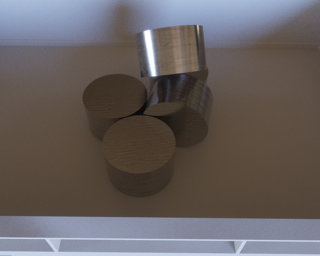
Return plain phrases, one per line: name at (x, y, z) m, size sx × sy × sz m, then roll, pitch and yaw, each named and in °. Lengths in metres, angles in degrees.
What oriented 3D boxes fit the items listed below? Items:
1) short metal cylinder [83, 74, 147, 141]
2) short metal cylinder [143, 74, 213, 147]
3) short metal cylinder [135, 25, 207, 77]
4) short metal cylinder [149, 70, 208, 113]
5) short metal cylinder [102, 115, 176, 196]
short metal cylinder at (-0.056, -0.026, 0.407) m, size 0.081 × 0.050 × 0.080 m, roll 0°, pitch 50°, yaw 0°
short metal cylinder at (0.023, -0.021, 0.386) m, size 0.080 × 0.080 × 0.050 m, roll 10°, pitch 51°, yaw 8°
short metal cylinder at (0.014, -0.091, 0.372) m, size 0.080 × 0.050 × 0.080 m, roll -7°, pitch 10°, yaw 1°
short metal cylinder at (0.025, -0.062, 0.439) m, size 0.081 × 0.050 × 0.080 m, roll 0°, pitch 50°, yaw 0°
short metal cylinder at (-0.023, 0.031, 0.359) m, size 0.081 × 0.050 × 0.080 m, roll 0°, pitch 50°, yaw 0°
